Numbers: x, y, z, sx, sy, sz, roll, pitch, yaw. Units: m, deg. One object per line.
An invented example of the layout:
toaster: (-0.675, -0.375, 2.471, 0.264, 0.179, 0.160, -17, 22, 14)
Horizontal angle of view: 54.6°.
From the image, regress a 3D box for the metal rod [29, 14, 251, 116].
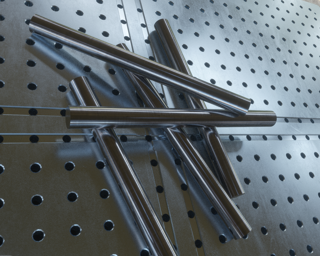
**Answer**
metal rod: (-0.024, -0.082, 0.411, 0.301, 0.025, 0.025, 21, 53, -3)

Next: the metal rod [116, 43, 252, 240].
metal rod: (0.021, 0.009, 0.413, 0.025, 0.025, 0.299, -25, 75, -37)

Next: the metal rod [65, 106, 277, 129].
metal rod: (0.035, -0.013, 0.400, 0.302, 0.025, 0.025, -1, 62, -29)

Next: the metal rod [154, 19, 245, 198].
metal rod: (0.051, -0.041, 0.459, 0.025, 0.025, 0.299, -7, 65, -31)

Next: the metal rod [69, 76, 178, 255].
metal rod: (-0.031, 0.069, 0.348, 0.025, 0.025, 0.299, -18, 71, -35)
